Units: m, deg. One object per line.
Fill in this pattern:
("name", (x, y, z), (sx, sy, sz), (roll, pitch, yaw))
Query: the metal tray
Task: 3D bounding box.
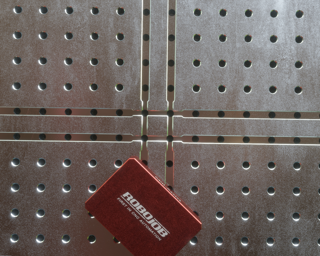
("metal tray", (-0.021, 0.112, 0.411), (0.130, 0.030, 0.090), (45, 90, 0))
